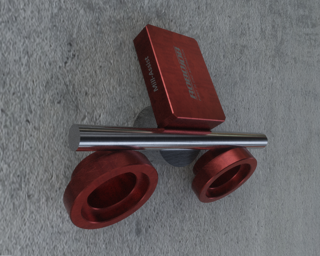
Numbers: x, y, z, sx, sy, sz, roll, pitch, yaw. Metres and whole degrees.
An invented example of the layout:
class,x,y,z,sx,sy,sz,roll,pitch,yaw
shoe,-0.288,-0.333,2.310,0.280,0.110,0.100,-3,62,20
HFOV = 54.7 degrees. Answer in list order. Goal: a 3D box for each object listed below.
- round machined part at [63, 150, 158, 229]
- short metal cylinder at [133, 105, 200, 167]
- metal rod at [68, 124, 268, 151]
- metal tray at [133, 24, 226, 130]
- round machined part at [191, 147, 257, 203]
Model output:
class,x,y,z,sx,sy,sz,roll,pitch,yaw
round machined part,-0.055,0.059,0.330,0.099,0.042,0.097,-24,141,-21
short metal cylinder,0.011,0.008,0.401,0.081,0.050,0.079,0,90,-40
metal rod,0.038,0.014,0.376,0.302,0.025,0.025,3,88,-40
metal tray,0.024,-0.061,0.390,0.091,0.030,0.130,3,62,-40
round machined part,0.087,0.061,0.448,0.099,0.042,0.097,-22,144,-17
